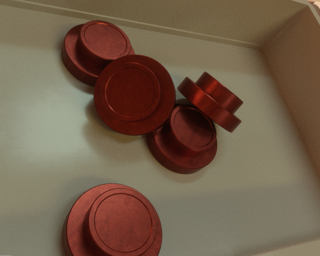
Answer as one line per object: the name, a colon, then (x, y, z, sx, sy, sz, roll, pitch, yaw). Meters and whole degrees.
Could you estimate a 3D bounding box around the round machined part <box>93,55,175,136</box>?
round machined part: (-0.032, -0.039, 0.368, 0.099, 0.042, 0.097, 0, 87, 6)

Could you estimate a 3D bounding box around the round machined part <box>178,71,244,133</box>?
round machined part: (0.075, -0.041, 0.427, 0.098, 0.042, 0.098, 37, 12, -9)

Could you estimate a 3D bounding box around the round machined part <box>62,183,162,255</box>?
round machined part: (-0.042, 0.099, 0.305, 0.099, 0.042, 0.098, 16, 50, -19)

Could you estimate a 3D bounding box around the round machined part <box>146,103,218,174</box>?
round machined part: (0.035, 0.008, 0.408, 0.099, 0.042, 0.098, 14, 56, -21)

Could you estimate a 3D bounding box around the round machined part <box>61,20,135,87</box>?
round machined part: (-0.078, -0.105, 0.417, 0.099, 0.042, 0.098, 14, 56, -21)
